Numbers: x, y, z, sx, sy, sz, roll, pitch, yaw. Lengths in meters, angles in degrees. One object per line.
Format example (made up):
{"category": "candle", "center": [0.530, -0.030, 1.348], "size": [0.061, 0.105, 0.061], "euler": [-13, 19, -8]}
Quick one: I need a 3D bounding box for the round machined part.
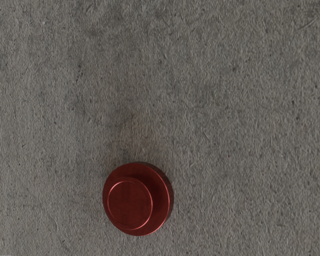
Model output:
{"category": "round machined part", "center": [-0.034, 0.095, 0.413], "size": [0.098, 0.042, 0.097], "euler": [0, 90, 20]}
